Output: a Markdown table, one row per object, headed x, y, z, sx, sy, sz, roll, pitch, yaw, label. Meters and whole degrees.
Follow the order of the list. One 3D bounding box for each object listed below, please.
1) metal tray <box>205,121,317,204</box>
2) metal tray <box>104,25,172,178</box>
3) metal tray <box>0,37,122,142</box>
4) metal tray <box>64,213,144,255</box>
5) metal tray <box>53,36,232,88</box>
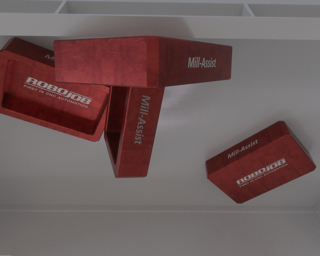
| x | y | z | sx | sy | sz | roll | pitch | yaw | label |
| --- | --- | --- | --- | --- | --- | --- | --- | --- | --- |
| 0.145 | 0.055 | 0.454 | 0.130 | 0.030 | 0.090 | -33 | 123 | 25 | metal tray |
| -0.028 | -0.027 | 0.309 | 0.030 | 0.090 | 0.129 | 2 | 116 | -20 | metal tray |
| -0.122 | -0.040 | 0.369 | 0.131 | 0.030 | 0.089 | 19 | 128 | -16 | metal tray |
| -0.101 | 0.202 | 0.579 | 0.131 | 0.030 | 0.089 | -5 | 130 | 4 | metal tray |
| -0.006 | -0.054 | 0.254 | 0.090 | 0.131 | 0.030 | 8 | 104 | 32 | metal tray |
